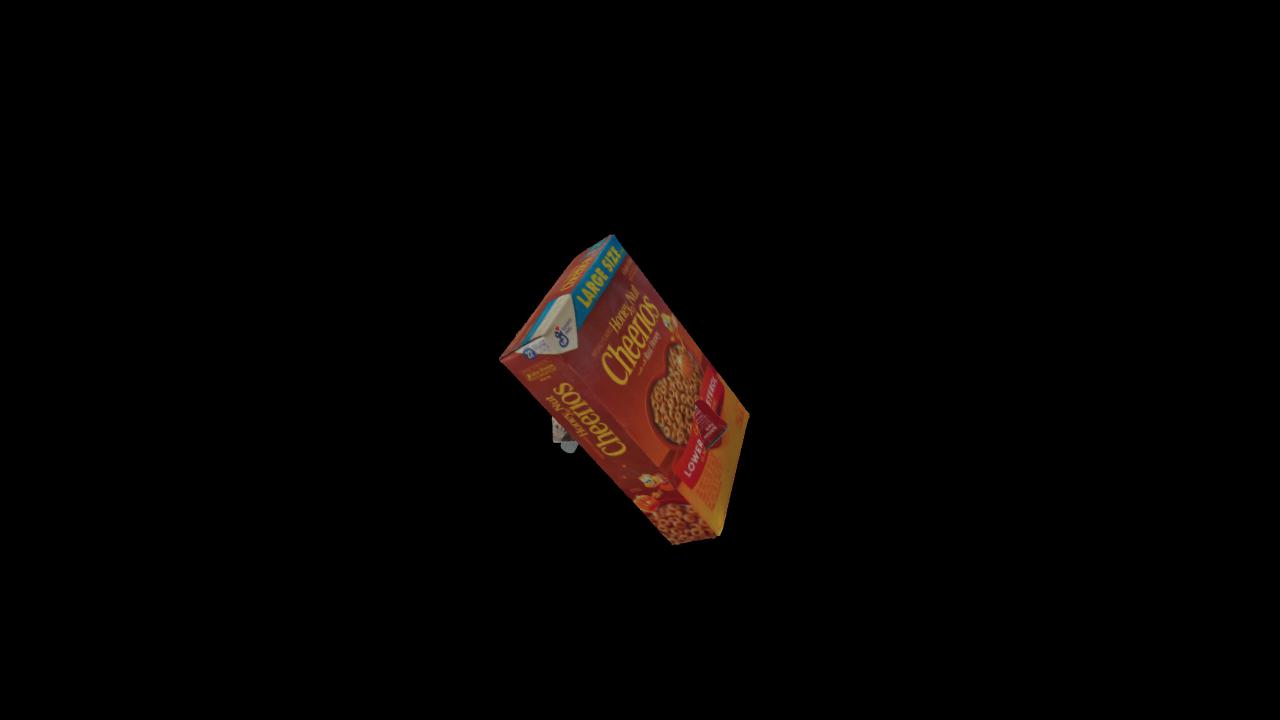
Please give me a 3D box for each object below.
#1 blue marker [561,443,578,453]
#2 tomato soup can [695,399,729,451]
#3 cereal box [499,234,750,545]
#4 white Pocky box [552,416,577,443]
[{"bbox_3d":[-0.065,0.066,0.767,0.020,0.020,0.121,0,38,25],"label":"blue marker"},{"bbox_3d":[0.046,0.066,0.728,0.068,0.101,0.068,-44,-7,-7],"label":"tomato soup can"},{"bbox_3d":[0.003,0.034,0.703,0.081,0.306,0.203,-23,26,34],"label":"cereal box"},{"bbox_3d":[-0.065,0.020,0.720,0.084,0.154,0.028,-5,-5,32],"label":"white Pocky box"}]
